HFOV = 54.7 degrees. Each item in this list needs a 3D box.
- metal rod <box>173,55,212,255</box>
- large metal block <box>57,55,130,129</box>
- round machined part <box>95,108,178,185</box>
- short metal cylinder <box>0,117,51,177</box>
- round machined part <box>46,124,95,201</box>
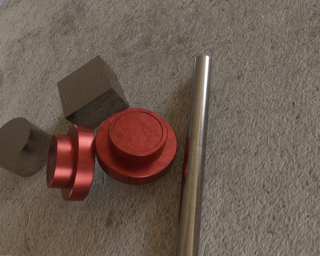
[{"bbox_3d":[0.040,0.039,0.359,0.025,0.025,0.299,-6,59,25],"label":"metal rod"},{"bbox_3d":[-0.103,-0.051,0.474,0.080,0.050,0.080,-32,52,7],"label":"large metal block"},{"bbox_3d":[-0.027,0.015,0.370,0.099,0.042,0.098,5,53,-6],"label":"round machined part"},{"bbox_3d":[-0.216,0.030,0.483,0.080,0.050,0.080,-13,56,21],"label":"short metal cylinder"},{"bbox_3d":[-0.117,0.043,0.396,0.098,0.042,0.098,-25,61,59],"label":"round machined part"}]
